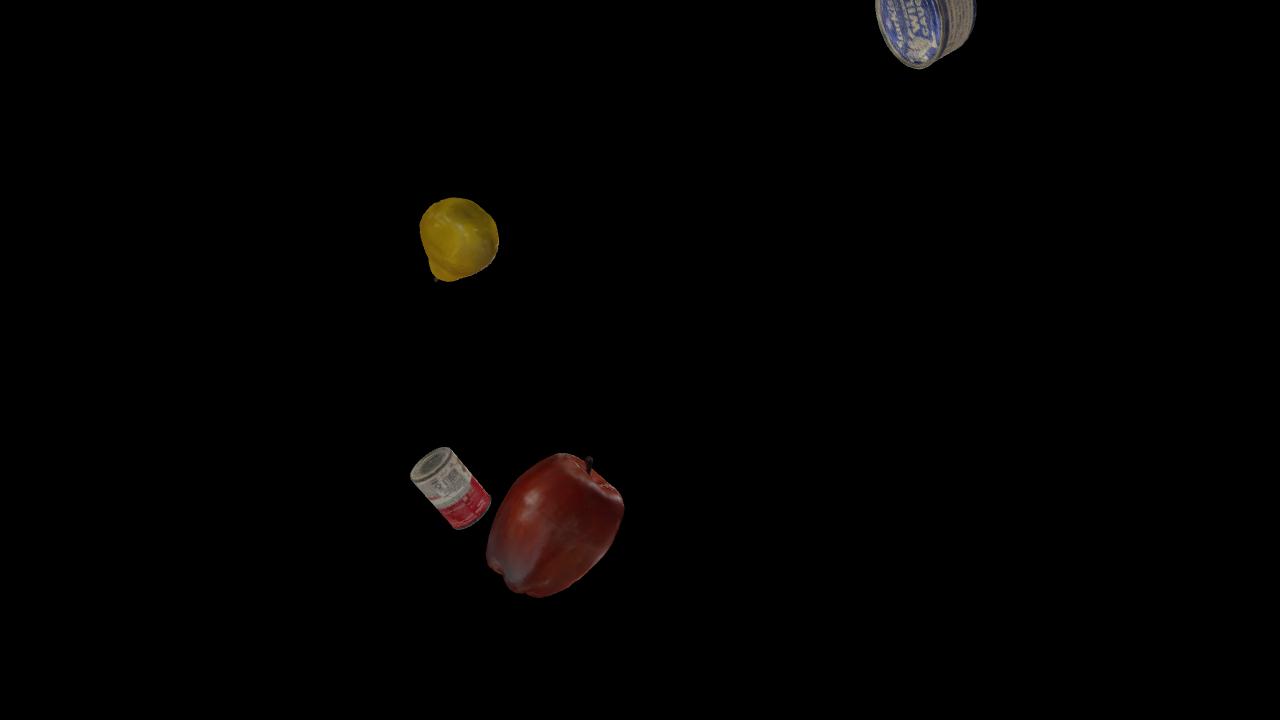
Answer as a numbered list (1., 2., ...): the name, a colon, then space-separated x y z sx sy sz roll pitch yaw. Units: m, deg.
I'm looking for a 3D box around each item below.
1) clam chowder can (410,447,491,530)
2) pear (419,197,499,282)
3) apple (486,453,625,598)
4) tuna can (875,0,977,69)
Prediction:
1. clam chowder can: -0.268 0.181 0.873 0.068 0.102 0.068 -23 28 13
2. pear: -0.193 -0.108 0.635 0.080 0.080 0.111 0 -41 -34
3. apple: -0.055 0.104 0.401 0.079 0.093 0.079 34 -7 5
4. tuna can: 0.231 -0.286 0.500 0.034 0.084 0.084 -30 0 0
